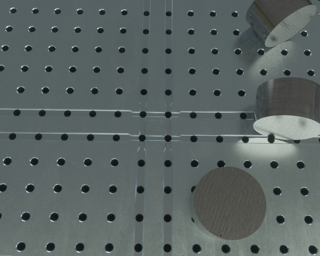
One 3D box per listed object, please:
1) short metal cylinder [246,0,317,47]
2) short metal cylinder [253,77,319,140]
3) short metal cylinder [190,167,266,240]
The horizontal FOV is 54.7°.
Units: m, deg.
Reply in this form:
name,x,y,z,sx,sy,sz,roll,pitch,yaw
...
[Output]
name,x,y,z,sx,sy,sz,roll,pitch,yaw
short metal cylinder,0.172,-0.163,0.444,0.080,0.080,0.050,-26,73,-10
short metal cylinder,0.162,-0.022,0.393,0.080,0.080,0.050,11,71,3
short metal cylinder,0.078,0.090,0.366,0.081,0.050,0.080,0,70,0
